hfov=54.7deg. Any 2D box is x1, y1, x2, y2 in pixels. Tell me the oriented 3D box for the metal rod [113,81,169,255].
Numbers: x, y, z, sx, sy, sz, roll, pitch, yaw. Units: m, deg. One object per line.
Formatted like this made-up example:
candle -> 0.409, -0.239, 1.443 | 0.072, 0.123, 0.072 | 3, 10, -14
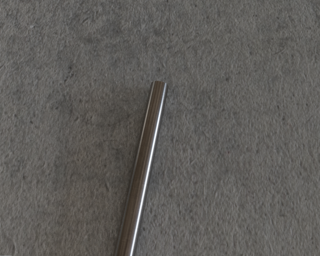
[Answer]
metal rod -> -0.028, 0.079, 0.378 | 0.025, 0.025, 0.299 | 10, 70, 3
